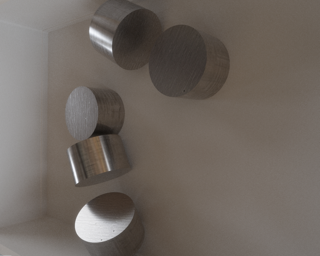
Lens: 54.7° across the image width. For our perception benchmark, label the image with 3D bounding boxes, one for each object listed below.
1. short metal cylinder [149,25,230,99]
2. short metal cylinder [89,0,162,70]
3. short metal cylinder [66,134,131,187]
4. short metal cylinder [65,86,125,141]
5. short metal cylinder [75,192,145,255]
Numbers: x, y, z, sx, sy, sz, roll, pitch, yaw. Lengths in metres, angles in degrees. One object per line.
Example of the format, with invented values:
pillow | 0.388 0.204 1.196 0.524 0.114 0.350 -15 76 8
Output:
short metal cylinder | 0.034 -0.074 0.363 0.080 0.050 0.080 0 90 40
short metal cylinder | -0.044 -0.123 0.408 0.050 0.081 0.079 37 113 34
short metal cylinder | -0.087 0.048 0.443 0.080 0.081 0.050 -30 71 36
short metal cylinder | -0.100 -0.021 0.473 0.080 0.050 0.080 0 90 40
short metal cylinder | -0.066 0.134 0.416 0.080 0.080 0.050 16 135 39
